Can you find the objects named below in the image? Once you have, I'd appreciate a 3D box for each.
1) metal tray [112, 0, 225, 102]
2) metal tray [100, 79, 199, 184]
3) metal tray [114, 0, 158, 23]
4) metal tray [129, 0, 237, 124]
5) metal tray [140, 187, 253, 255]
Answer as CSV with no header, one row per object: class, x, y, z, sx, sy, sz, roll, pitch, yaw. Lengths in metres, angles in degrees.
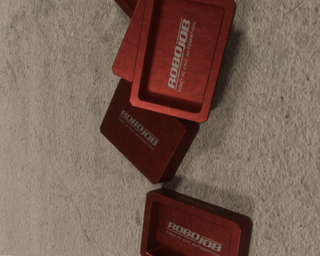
metal tray,0.009,-0.106,0.366,0.090,0.030,0.129,28,110,5
metal tray,-0.020,0.001,0.416,0.130,0.030,0.089,39,114,32
metal tray,-0.020,-0.196,0.416,0.090,0.030,0.130,-51,61,27
metal tray,0.023,-0.078,0.337,0.090,0.030,0.129,15,108,10
metal tray,0.037,0.132,0.369,0.130,0.030,0.089,11,97,39
